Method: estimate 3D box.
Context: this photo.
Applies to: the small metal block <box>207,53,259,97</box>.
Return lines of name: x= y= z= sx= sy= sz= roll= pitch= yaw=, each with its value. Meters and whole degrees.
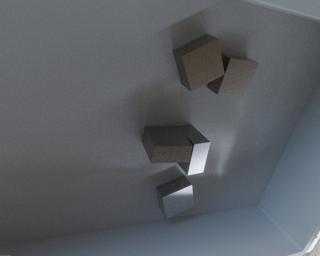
small metal block: x=0.098 y=-0.071 z=0.418 sx=0.050 sy=0.025 sz=0.050 roll=1 pitch=118 yaw=-30

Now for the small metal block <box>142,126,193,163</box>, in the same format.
small metal block: x=0.008 y=0.021 z=0.406 sx=0.050 sy=0.050 sz=0.025 roll=0 pitch=119 yaw=-19

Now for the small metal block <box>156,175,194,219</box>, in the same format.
small metal block: x=0.024 y=0.109 z=0.489 sx=0.050 sy=0.025 sz=0.050 roll=-20 pitch=126 yaw=-17

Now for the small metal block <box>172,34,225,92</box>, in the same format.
small metal block: x=0.049 y=-0.081 z=0.385 sx=0.050 sy=0.025 sz=0.050 roll=-28 pitch=128 yaw=-10

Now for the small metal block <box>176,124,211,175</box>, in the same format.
small metal block: x=0.041 y=0.030 z=0.433 sx=0.025 sy=0.050 sz=0.050 roll=-6 pitch=121 yaw=-26
